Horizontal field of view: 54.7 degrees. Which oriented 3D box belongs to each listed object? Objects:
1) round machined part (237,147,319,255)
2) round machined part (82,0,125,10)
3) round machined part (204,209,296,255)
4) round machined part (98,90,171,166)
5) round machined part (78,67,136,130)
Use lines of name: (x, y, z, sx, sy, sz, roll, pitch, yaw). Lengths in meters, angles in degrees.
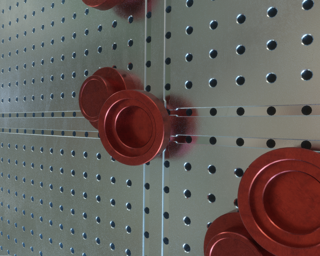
round machined part: (0.126, 0.068, 0.287, 0.098, 0.042, 0.097, -6, 79, 33)
round machined part: (-0.076, -0.224, 0.458, 0.098, 0.042, 0.097, 0, 90, 39)
round machined part: (0.087, 0.138, 0.325, 0.098, 0.042, 0.097, 0, 91, 39)
round machined part: (-0.030, -0.002, 0.411, 0.098, 0.042, 0.097, 4, 98, 26)
round machined part: (-0.085, -0.043, 0.466, 0.098, 0.042, 0.097, 0, 90, 39)
